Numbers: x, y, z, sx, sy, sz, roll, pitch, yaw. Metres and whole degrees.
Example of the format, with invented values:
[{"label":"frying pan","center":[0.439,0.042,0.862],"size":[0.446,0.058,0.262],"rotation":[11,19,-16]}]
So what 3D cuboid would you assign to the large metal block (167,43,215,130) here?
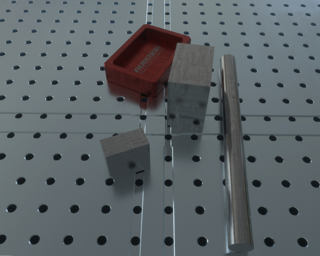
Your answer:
[{"label":"large metal block","center":[0.041,-0.056,0.420],"size":[0.050,0.080,0.080],"rotation":[8,51,6]}]

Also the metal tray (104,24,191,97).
[{"label":"metal tray","center":[-0.017,-0.113,0.498],"size":[0.090,0.030,0.130],"rotation":[22,53,17]}]

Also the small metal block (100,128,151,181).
[{"label":"small metal block","center":[-0.040,0.031,0.365],"size":[0.050,0.050,0.025],"rotation":[-17,52,-14]}]

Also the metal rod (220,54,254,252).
[{"label":"metal rod","center":[0.095,0.005,0.404],"size":[0.025,0.025,0.300],"rotation":[4,50,3]}]
